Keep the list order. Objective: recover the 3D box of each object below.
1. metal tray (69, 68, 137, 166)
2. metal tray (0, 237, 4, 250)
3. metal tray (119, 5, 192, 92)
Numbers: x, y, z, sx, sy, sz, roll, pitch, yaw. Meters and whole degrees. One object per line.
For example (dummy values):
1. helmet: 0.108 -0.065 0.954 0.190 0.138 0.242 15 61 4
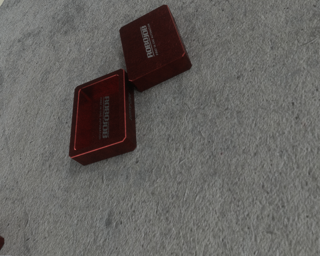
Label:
1. metal tray: -0.083 -0.018 0.455 0.090 0.030 0.130 -18 55 17
2. metal tray: -0.294 0.177 0.445 0.130 0.030 0.090 12 68 33
3. metal tray: -0.011 -0.127 0.484 0.090 0.030 0.130 -24 53 13
